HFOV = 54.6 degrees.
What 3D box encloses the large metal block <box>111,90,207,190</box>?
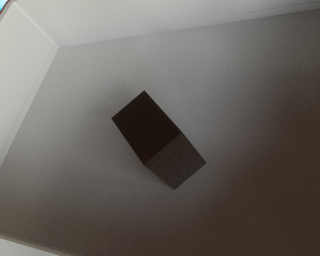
[{"bbox_3d":[0.000,0.015,0.362,0.050,0.080,0.080,-41,51,1],"label":"large metal block"}]
